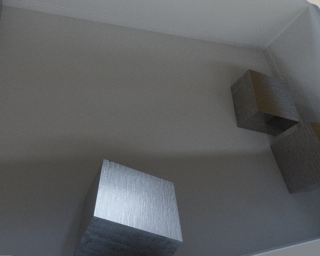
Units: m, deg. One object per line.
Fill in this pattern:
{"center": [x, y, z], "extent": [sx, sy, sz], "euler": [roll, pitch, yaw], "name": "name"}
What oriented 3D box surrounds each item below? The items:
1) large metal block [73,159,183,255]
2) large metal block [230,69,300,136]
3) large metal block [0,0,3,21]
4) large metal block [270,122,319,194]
{"center": [-0.030, 0.085, 0.301], "extent": [0.080, 0.050, 0.080], "euler": [22, 25, -15], "name": "large metal block"}
{"center": [0.168, -0.040, 0.504], "extent": [0.081, 0.050, 0.080], "euler": [12, 57, -22], "name": "large metal block"}
{"center": [-0.228, -0.135, 0.349], "extent": [0.081, 0.050, 0.080], "euler": [7, 59, -25], "name": "large metal block"}
{"center": [0.225, 0.046, 0.463], "extent": [0.050, 0.080, 0.080], "euler": [0, 62, -29], "name": "large metal block"}
